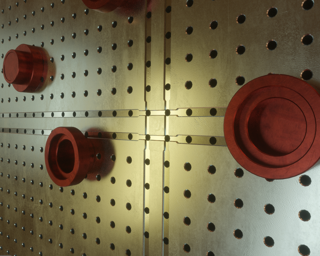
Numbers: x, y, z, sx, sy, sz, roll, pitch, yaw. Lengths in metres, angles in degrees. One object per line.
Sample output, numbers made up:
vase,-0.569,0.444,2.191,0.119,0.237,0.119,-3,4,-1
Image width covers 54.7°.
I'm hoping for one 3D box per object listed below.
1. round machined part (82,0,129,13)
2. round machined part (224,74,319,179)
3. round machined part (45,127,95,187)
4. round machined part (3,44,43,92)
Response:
round machined part,-0.073,-0.219,0.456,0.098,0.042,0.097,0,90,39
round machined part,0.116,-0.001,0.302,0.098,0.042,0.097,0,90,39
round machined part,-0.147,0.046,0.517,0.098,0.042,0.097,0,90,39
round machined part,-0.282,-0.122,0.627,0.098,0.042,0.097,0,90,39
